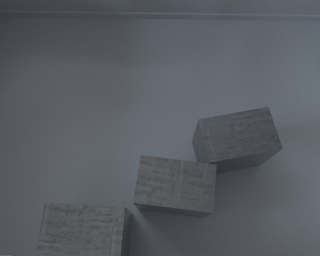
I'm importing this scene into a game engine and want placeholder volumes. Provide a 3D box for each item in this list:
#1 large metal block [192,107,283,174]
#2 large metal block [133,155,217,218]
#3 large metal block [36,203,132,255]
[{"bbox_3d":[0.087,0.020,0.374,0.081,0.080,0.050,-10,71,-4],"label":"large metal block"},{"bbox_3d":[0.016,0.070,0.355,0.080,0.080,0.050,7,70,2],"label":"large metal block"},{"bbox_3d":[-0.076,0.113,0.338,0.080,0.080,0.050,3,70,1],"label":"large metal block"}]
